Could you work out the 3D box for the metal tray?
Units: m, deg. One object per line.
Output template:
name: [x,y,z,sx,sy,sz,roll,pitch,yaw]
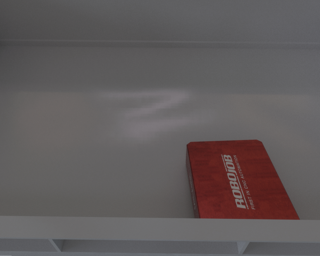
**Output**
metal tray: [0.079,0.065,0.328,0.091,0.030,0.130,-2,36,-2]
